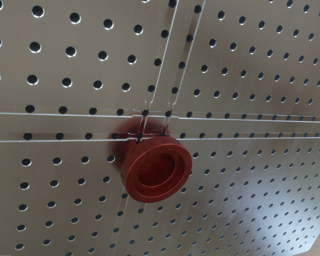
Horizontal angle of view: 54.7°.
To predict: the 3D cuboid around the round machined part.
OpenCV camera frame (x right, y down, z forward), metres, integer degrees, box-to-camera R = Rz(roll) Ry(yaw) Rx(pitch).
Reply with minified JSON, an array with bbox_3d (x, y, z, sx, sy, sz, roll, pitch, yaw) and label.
[{"bbox_3d":[-0.008,0.053,0.430,0.099,0.042,0.097,-14,125,-21],"label":"round machined part"}]
